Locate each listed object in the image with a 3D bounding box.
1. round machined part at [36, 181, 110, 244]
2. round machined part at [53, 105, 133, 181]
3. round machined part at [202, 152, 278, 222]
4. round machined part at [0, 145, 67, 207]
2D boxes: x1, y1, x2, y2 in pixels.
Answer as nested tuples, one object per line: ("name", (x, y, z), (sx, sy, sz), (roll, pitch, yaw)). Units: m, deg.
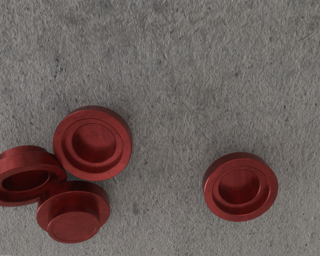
("round machined part", (-0.118, 0.122, 0.428), (0.099, 0.042, 0.097), (-8, 128, -10))
("round machined part", (-0.084, 0.017, 0.406), (0.099, 0.042, 0.097), (0, 110, 0))
("round machined part", (0.108, 0.077, 0.430), (0.099, 0.042, 0.097), (0, 110, 0))
("round machined part", (-0.176, 0.059, 0.403), (0.099, 0.042, 0.098), (-19, 147, -13))
